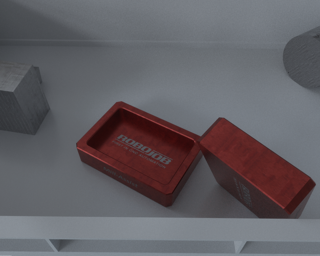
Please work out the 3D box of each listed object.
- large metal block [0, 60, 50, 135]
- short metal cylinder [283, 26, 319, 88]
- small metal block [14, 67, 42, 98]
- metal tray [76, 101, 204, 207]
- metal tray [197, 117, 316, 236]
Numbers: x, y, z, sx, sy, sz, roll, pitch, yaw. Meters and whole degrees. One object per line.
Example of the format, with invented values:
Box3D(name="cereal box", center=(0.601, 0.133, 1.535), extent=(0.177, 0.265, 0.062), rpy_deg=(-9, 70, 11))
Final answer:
Box3D(name="large metal block", center=(-0.201, -0.040, 0.400), extent=(0.080, 0.080, 0.050), rpy_deg=(8, 51, 6))
Box3D(name="short metal cylinder", center=(0.234, -0.107, 0.462), extent=(0.050, 0.080, 0.080), rpy_deg=(-27, 55, -21))
Box3D(name="small metal block", center=(-0.210, -0.069, 0.454), extent=(0.050, 0.025, 0.050), rpy_deg=(5, 38, 3))
Box3D(name="metal tray", center=(-0.022, 0.026, 0.379), extent=(0.130, 0.030, 0.090), rpy_deg=(25, 54, 19))
Box3D(name="metal tray", center=(0.089, 0.051, 0.291), extent=(0.030, 0.130, 0.090), rpy_deg=(-46, 59, -7))
